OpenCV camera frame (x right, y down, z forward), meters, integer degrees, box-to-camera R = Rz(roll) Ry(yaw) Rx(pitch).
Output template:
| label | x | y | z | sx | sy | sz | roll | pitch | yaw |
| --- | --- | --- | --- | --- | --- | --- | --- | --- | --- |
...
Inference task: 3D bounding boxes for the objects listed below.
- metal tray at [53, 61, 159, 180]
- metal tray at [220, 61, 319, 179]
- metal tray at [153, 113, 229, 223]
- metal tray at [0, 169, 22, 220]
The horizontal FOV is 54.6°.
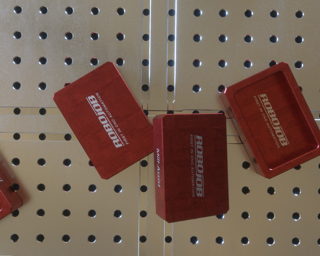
| label | x | y | z | sx | sy | sz | roll | pitch | yaw |
| --- | --- | --- | --- | --- | --- | --- | --- | --- | --- |
| metal tray | -0.067 | -0.010 | 0.410 | 0.090 | 0.030 | 0.130 | -31 | 90 | 0 |
| metal tray | 0.149 | -0.010 | 0.411 | 0.090 | 0.030 | 0.130 | -25 | 90 | 0 |
| metal tray | 0.040 | 0.047 | 0.395 | 0.091 | 0.030 | 0.129 | -2 | 90 | -22 |
| metal tray | -0.259 | 0.076 | 0.409 | 0.090 | 0.030 | 0.130 | -34 | 90 | 0 |
